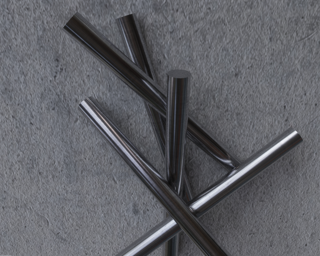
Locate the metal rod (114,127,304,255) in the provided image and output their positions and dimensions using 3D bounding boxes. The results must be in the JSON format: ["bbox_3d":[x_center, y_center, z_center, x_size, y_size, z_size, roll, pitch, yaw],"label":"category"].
[{"bbox_3d":[0.055,0.099,0.406,0.300,0.025,0.025,-37,106,3],"label":"metal rod"}]

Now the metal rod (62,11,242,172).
[{"bbox_3d":[0.013,-0.022,0.378,0.301,0.025,0.025,40,105,-22],"label":"metal rod"}]

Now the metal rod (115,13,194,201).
[{"bbox_3d":[0.004,0.003,0.410,0.025,0.025,0.298,-16,110,6],"label":"metal rod"}]

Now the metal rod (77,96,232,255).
[{"bbox_3d":[0.003,0.079,0.385,0.025,0.025,0.300,-43,85,14],"label":"metal rod"}]

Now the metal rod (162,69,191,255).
[{"bbox_3d":[0.018,0.069,0.404,0.025,0.025,0.298,1,122,0],"label":"metal rod"}]
